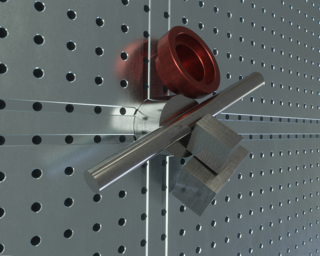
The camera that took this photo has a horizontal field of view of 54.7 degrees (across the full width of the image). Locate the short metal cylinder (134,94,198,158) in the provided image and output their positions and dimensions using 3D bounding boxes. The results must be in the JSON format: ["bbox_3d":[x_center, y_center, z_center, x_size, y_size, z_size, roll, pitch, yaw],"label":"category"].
[{"bbox_3d":[0.014,-0.003,0.406,0.081,0.050,0.079,0,90,-40],"label":"short metal cylinder"}]

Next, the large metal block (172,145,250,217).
[{"bbox_3d":[0.067,0.062,0.421,0.080,0.050,0.080,-43,161,-32],"label":"large metal block"}]

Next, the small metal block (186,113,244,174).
[{"bbox_3d":[0.064,0.019,0.369,0.025,0.050,0.050,-37,155,-34],"label":"small metal block"}]

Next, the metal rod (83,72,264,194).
[{"bbox_3d":[0.041,-0.011,0.380,0.302,0.025,0.025,-31,109,-36],"label":"metal rod"}]

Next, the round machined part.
[{"bbox_3d":[0.033,-0.082,0.412,0.099,0.042,0.098,25,52,-35],"label":"round machined part"}]
